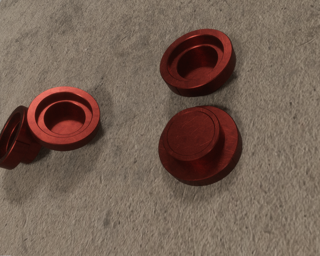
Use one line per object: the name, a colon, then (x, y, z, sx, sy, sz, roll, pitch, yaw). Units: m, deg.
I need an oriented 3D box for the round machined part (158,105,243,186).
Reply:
round machined part: (0.042, 0.015, 0.361, 0.098, 0.042, 0.098, -13, 56, 20)

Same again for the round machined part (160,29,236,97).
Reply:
round machined part: (0.053, -0.081, 0.414, 0.098, 0.042, 0.098, -13, 56, 20)

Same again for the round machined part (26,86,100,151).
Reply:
round machined part: (-0.137, -0.009, 0.449, 0.099, 0.042, 0.098, 5, 58, -8)

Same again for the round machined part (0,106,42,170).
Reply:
round machined part: (-0.213, 0.018, 0.477, 0.098, 0.042, 0.098, -27, 50, 38)
